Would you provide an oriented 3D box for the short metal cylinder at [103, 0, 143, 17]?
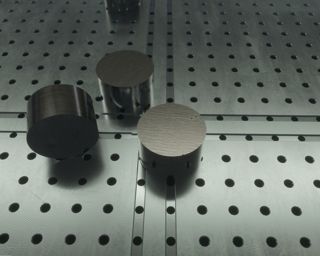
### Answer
[{"bbox_3d":[-0.074,-0.265,0.613,0.081,0.050,0.080,0,50,0],"label":"short metal cylinder"}]

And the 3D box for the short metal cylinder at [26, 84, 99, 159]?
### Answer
[{"bbox_3d":[-0.118,-0.007,0.377,0.081,0.080,0.050,-12,51,-10],"label":"short metal cylinder"}]

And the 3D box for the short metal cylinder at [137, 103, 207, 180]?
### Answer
[{"bbox_3d":[0.014,0.016,0.378,0.081,0.050,0.080,0,50,0],"label":"short metal cylinder"}]

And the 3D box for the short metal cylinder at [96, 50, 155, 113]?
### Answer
[{"bbox_3d":[-0.048,-0.068,0.448,0.081,0.050,0.080,0,50,0],"label":"short metal cylinder"}]
